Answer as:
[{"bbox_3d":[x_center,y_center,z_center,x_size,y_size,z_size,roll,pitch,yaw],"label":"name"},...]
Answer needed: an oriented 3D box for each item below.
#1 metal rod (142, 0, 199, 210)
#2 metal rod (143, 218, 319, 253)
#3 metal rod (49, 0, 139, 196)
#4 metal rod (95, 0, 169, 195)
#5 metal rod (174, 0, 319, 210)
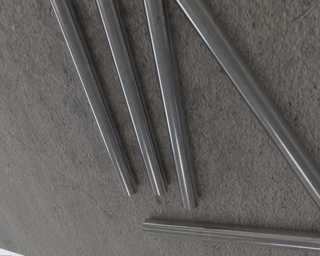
[{"bbox_3d":[0.018,-0.020,0.384,0.025,0.025,0.298,3,120,27],"label":"metal rod"},{"bbox_3d":[0.108,0.152,0.444,0.300,0.025,0.025,-5,116,30],"label":"metal rod"},{"bbox_3d":[-0.084,-0.031,0.432,0.025,0.025,0.298,-2,118,29],"label":"metal rod"},{"bbox_3d":[-0.033,-0.038,0.400,0.025,0.025,0.298,0,119,28],"label":"metal rod"},{"bbox_3d":[0.109,-0.024,0.333,0.025,0.025,0.300,-30,102,38],"label":"metal rod"}]
